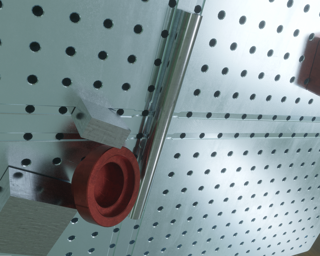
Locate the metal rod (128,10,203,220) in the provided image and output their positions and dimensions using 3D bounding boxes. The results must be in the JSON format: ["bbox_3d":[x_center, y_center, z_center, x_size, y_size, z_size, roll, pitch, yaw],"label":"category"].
[{"bbox_3d":[-0.001,0.000,0.412,0.025,0.025,0.298,2,118,-30],"label":"metal rod"}]

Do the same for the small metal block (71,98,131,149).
[{"bbox_3d":[-0.068,-0.005,0.356,0.050,0.050,0.025,21,107,-36],"label":"small metal block"}]

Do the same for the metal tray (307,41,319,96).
[{"bbox_3d":[0.313,-0.108,0.515,0.131,0.030,0.089,-14,125,-21],"label":"metal tray"}]

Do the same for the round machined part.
[{"bbox_3d":[-0.070,0.069,0.385,0.099,0.042,0.097,-8,99,-57],"label":"round machined part"}]

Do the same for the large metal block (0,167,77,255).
[{"bbox_3d":[-0.159,0.103,0.371,0.080,0.050,0.080,26,106,-37],"label":"large metal block"}]
